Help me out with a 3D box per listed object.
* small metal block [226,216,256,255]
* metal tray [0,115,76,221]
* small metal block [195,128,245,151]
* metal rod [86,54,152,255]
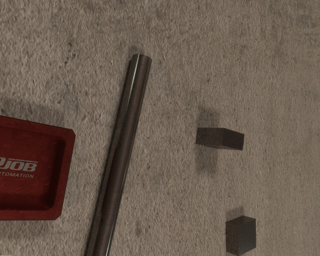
[{"bbox_3d":[0.137,0.181,0.524,0.050,0.025,0.050,-2,92,-40],"label":"small metal block"},{"bbox_3d":[-0.149,0.034,0.277,0.131,0.030,0.090,14,81,-39],"label":"metal tray"},{"bbox_3d":[0.090,0.017,0.467,0.050,0.050,0.025,15,81,-40],"label":"small metal block"},{"bbox_3d":[-0.052,0.057,0.362,0.025,0.025,0.299,20,78,-39],"label":"metal rod"}]
